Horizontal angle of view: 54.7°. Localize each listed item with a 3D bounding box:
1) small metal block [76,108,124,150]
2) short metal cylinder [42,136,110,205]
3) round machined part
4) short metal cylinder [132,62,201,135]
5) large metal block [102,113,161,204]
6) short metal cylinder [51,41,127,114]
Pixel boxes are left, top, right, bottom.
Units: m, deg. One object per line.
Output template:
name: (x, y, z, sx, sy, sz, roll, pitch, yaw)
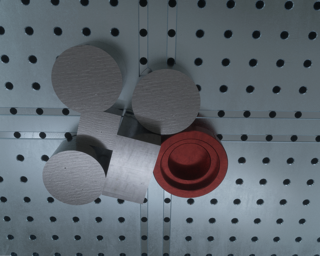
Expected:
small metal block: (-0.080, -0.003, 0.411, 0.050, 0.025, 0.050, 14, 110, -5)
short metal cylinder: (-0.110, 0.056, 0.419, 0.081, 0.050, 0.079, 0, 110, 0)
round machined part: (0.039, 0.042, 0.420, 0.099, 0.042, 0.097, 0, 110, 0)
short metal cylinder: (0.007, -0.038, 0.386, 0.081, 0.050, 0.079, 0, 110, 0)
large metal block: (-0.034, 0.036, 0.394, 0.050, 0.080, 0.079, 15, 109, -6)
short metal cylinder: (-0.083, -0.062, 0.376, 0.081, 0.050, 0.079, 0, 110, 0)
